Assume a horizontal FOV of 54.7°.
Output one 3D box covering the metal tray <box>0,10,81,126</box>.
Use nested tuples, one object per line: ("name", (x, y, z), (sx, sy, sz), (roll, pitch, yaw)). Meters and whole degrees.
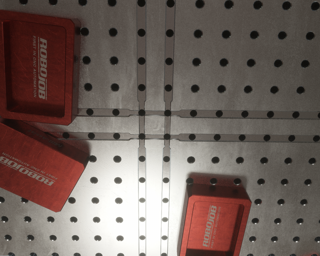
("metal tray", (-0.149, -0.072, 0.381), (0.091, 0.030, 0.129), (7, 110, -3))

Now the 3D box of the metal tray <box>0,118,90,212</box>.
("metal tray", (-0.177, 0.050, 0.427), (0.131, 0.030, 0.090), (29, 107, -11))

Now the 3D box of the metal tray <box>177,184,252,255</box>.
("metal tray", (0.078, 0.151, 0.467), (0.091, 0.030, 0.129), (5, 110, -3))
